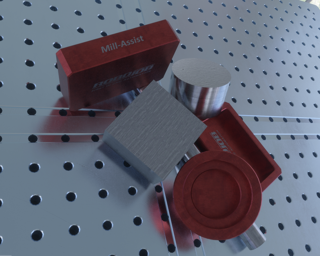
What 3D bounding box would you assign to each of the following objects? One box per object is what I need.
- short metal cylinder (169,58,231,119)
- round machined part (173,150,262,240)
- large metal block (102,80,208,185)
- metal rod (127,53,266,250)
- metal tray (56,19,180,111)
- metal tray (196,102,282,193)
[{"bbox_3d":[0.053,-0.056,0.432,0.081,0.050,0.080,5,39,-4],"label":"short metal cylinder"},{"bbox_3d":[0.064,0.077,0.362,0.099,0.042,0.098,0,78,1],"label":"round machined part"},{"bbox_3d":[-0.008,0.006,0.356,0.080,0.050,0.080,41,69,-1],"label":"large metal block"},{"bbox_3d":[0.033,0.023,0.407,0.025,0.025,0.299,-28,77,-37],"label":"metal rod"},{"bbox_3d":[-0.049,-0.071,0.361,0.131,0.090,0.030,-23,76,-21],"label":"metal tray"},{"bbox_3d":[0.100,0.034,0.433,0.091,0.030,0.130,-28,77,-37],"label":"metal tray"}]
